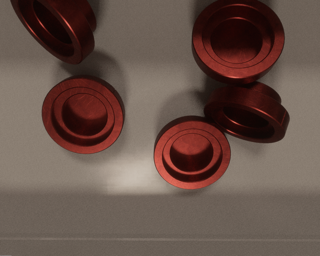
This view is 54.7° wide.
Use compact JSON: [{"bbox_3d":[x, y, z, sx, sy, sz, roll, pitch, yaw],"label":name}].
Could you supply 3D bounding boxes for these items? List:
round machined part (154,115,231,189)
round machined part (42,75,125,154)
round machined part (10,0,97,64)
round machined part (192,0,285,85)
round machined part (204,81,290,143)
[{"bbox_3d":[0.041,0.029,0.413,0.099,0.042,0.097,0,110,0],"label":"round machined part"},{"bbox_3d":[-0.093,-0.020,0.394,0.099,0.042,0.097,0,110,-1],"label":"round machined part"},{"bbox_3d":[-0.109,-0.121,0.337,0.098,0.098,0.042,45,66,-15],"label":"round machined part"},{"bbox_3d":[0.085,-0.095,0.353,0.099,0.042,0.098,-1,77,4],"label":"round machined part"},{"bbox_3d":[0.107,-0.023,0.376,0.098,0.098,0.042,28,72,-11],"label":"round machined part"}]
